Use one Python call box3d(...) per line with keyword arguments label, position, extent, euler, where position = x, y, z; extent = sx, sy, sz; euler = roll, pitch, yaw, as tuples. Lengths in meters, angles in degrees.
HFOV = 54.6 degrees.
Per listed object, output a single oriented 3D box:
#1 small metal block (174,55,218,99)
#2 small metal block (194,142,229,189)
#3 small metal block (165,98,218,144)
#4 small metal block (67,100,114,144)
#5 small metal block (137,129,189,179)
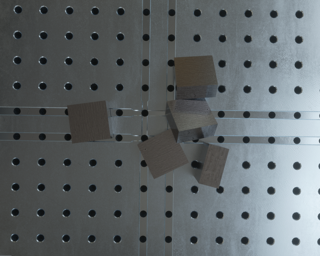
box3d(label="small metal block", position=(0.045, -0.066, 0.402), extent=(0.050, 0.025, 0.050), euler=(-3, 58, 0))
box3d(label="small metal block", position=(0.066, 0.046, 0.401), extent=(0.025, 0.050, 0.050), euler=(15, 90, 0))
box3d(label="small metal block", position=(0.039, -0.012, 0.396), extent=(0.050, 0.025, 0.050), euler=(-11, 54, -13))
box3d(label="small metal block", position=(-0.092, -0.008, 0.413), extent=(0.050, 0.025, 0.050), euler=(-8, 90, 0))
box3d(label="small metal block", position=(0.004, 0.033, 0.413), extent=(0.050, 0.025, 0.050), euler=(-26, 90, 0))
